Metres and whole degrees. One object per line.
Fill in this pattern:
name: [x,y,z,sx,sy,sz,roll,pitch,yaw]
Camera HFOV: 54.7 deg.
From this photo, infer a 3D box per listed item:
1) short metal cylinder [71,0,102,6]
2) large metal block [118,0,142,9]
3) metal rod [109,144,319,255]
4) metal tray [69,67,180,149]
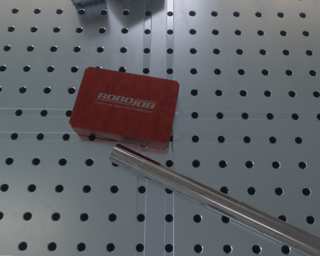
short metal cylinder: [-0.117,-0.231,0.466,0.050,0.080,0.080,-15,71,-6]
large metal block: [-0.045,-0.250,0.490,0.080,0.050,0.080,-31,73,-11]
metal rod: [0.077,0.093,0.378,0.301,0.025,0.025,24,72,8]
metal tray: [-0.045,-0.028,0.419,0.131,0.030,0.090,10,70,3]
